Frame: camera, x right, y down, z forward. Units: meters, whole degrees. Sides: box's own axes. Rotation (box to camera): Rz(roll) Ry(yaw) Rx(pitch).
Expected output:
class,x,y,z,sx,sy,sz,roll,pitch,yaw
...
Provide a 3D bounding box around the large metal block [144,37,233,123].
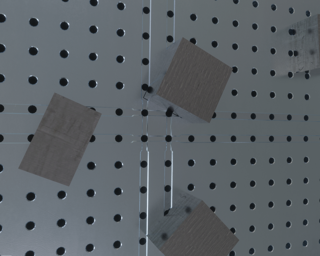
class,x,y,z,sx,sy,sz,roll,pitch,yaw
large metal block,0.037,-0.059,0.413,0.080,0.050,0.080,27,81,-18

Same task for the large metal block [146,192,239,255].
class,x,y,z,sx,sy,sz,roll,pitch,yaw
large metal block,0.044,0.147,0.415,0.080,0.050,0.080,-45,104,-14

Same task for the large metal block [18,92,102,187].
class,x,y,z,sx,sy,sz,roll,pitch,yaw
large metal block,-0.110,0.011,0.343,0.050,0.080,0.080,25,82,-18

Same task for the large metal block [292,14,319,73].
class,x,y,z,sx,sy,sz,roll,pitch,yaw
large metal block,0.264,-0.131,0.496,0.081,0.050,0.080,-4,91,-20
